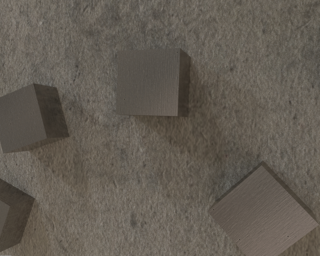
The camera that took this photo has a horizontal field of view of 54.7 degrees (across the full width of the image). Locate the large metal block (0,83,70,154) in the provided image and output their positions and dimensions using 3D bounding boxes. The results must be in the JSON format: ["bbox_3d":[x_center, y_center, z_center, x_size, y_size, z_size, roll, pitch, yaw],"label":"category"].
[{"bbox_3d":[-0.193,-0.013,0.462,0.080,0.050,0.080,-18,84,18],"label":"large metal block"}]

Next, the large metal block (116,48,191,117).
[{"bbox_3d":[-0.007,-0.055,0.398,0.080,0.050,0.079,2,91,19],"label":"large metal block"}]

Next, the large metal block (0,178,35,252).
[{"bbox_3d":[-0.255,0.134,0.484,0.080,0.050,0.080,23,97,18],"label":"large metal block"}]

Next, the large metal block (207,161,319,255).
[{"bbox_3d":[0.116,0.096,0.355,0.080,0.050,0.080,-45,77,14],"label":"large metal block"}]
